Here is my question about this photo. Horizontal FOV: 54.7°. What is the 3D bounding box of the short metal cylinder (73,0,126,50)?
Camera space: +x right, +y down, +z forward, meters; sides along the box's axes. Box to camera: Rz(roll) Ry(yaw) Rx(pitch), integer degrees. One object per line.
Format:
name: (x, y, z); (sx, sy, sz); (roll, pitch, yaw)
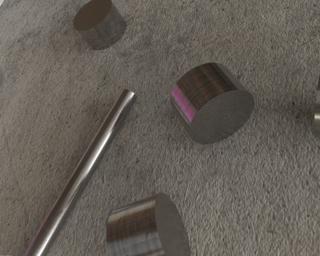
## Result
short metal cylinder: (-0.108, -0.189, 0.561); (0.080, 0.050, 0.080); (-13, 56, 21)

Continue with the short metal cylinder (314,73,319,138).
short metal cylinder: (0.179, -0.027, 0.291); (0.050, 0.080, 0.080); (7, 65, 31)

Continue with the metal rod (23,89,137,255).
metal rod: (-0.112, 0.076, 0.415); (0.025, 0.025, 0.300); (16, 70, 34)

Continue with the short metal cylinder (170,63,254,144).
short metal cylinder: (0.059, -0.027, 0.354); (0.080, 0.080, 0.050); (-34, 52, 6)

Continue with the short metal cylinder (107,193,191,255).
short metal cylinder: (-0.009, 0.110, 0.306); (0.050, 0.080, 0.080); (-23, 53, 15)
